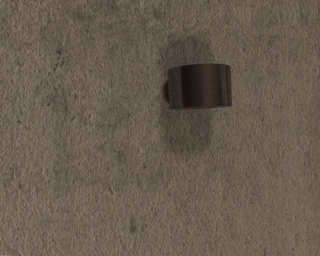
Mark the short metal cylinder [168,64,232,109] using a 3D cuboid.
[{"bbox_3d":[0.051,-0.051,0.400,0.081,0.080,0.050,-3,91,-20],"label":"short metal cylinder"}]
